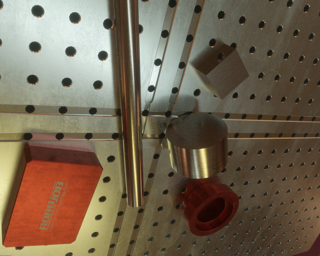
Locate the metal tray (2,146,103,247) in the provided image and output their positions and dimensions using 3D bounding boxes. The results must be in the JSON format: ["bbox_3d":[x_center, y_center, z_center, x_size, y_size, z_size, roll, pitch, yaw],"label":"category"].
[{"bbox_3d":[-0.136,0.089,0.390,0.091,0.030,0.129,11,113,-33],"label":"metal tray"}]

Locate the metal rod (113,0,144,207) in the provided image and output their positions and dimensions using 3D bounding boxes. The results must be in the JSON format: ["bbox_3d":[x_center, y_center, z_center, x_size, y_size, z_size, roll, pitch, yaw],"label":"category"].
[{"bbox_3d":[-0.035,-0.018,0.381,0.025,0.025,0.298,-14,124,-21],"label":"metal rod"}]

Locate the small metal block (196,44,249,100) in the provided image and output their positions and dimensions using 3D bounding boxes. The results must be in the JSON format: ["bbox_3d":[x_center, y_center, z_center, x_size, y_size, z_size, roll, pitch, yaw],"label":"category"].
[{"bbox_3d":[0.084,-0.074,0.413,0.050,0.025,0.050,-42,130,0],"label":"small metal block"}]

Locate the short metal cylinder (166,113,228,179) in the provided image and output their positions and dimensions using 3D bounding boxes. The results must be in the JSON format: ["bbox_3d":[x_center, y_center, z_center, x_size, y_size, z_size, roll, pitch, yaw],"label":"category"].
[{"bbox_3d":[0.051,0.022,0.419,0.081,0.080,0.050,-21,127,-16],"label":"short metal cylinder"}]

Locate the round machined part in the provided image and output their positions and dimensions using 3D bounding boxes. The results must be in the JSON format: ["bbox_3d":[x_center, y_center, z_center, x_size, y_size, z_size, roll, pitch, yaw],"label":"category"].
[{"bbox_3d":[0.083,0.134,0.531,0.099,0.042,0.097,-14,125,-21],"label":"round machined part"}]
